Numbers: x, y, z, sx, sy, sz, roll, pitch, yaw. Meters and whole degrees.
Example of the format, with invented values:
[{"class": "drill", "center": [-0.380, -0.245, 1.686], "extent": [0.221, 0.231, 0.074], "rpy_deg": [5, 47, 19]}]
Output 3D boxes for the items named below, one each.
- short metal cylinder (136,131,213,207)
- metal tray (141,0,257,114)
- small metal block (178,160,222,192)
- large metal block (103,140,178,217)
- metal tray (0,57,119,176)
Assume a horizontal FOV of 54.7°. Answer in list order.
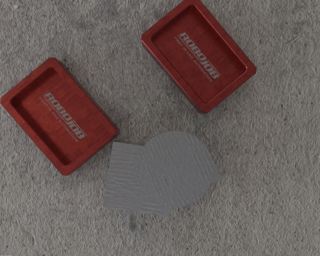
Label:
[{"class": "short metal cylinder", "center": [0.015, 0.042, 0.348], "extent": [0.081, 0.050, 0.080], "rpy_deg": [0, 90, 0]}, {"class": "metal tray", "center": [0.050, -0.094, 0.407], "extent": [0.090, 0.030, 0.130], "rpy_deg": [-40, 90, 0]}, {"class": "small metal block", "center": [0.046, 0.060, 0.398], "extent": [0.050, 0.050, 0.025], "rpy_deg": [-24, 90, 0]}, {"class": "large metal block", "center": [-0.023, 0.061, 0.397], "extent": [0.080, 0.050, 0.080], "rpy_deg": [9, 90, 0]}, {"class": "metal tray", "center": [-0.128, -0.015, 0.406], "extent": [0.090, 0.030, 0.130], "rpy_deg": [-40, 90, 0]}]
